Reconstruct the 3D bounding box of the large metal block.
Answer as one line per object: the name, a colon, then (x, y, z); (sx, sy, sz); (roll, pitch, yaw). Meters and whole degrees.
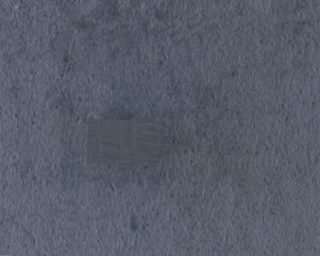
large metal block: (-0.040, 0.016, 0.382); (0.080, 0.080, 0.050); (3, 90, 0)
